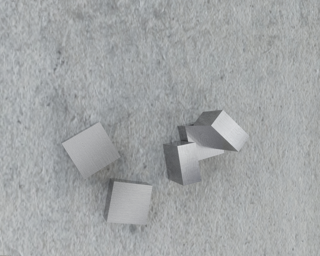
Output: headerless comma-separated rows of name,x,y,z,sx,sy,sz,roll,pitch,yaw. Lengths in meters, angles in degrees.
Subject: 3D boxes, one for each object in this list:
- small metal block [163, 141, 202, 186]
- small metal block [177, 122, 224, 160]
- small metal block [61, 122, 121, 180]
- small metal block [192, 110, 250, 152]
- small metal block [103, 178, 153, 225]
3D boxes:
small metal block,0.028,0.044,0.407,0.025,0.050,0.050,-10,94,-20
small metal block,0.057,0.016,0.431,0.050,0.025,0.050,-14,95,-20
small metal block,-0.085,0.026,0.378,0.050,0.025,0.050,-32,101,-17
small metal block,0.077,0.004,0.399,0.050,0.050,0.025,42,77,-16
small metal block,-0.041,0.093,0.395,0.050,0.025,0.050,11,86,-20
